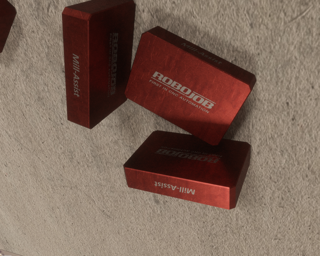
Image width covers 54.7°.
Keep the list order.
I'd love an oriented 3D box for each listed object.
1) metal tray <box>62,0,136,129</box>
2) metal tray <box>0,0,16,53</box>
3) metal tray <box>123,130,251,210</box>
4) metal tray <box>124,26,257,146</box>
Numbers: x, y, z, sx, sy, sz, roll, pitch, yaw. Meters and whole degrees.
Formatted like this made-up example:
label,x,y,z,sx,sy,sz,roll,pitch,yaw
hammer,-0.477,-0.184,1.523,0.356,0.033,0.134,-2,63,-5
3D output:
label,x,y,z,sx,sy,sz,roll,pitch,yaw
metal tray,-0.067,-0.075,0.352,0.030,0.090,0.129,20,126,16
metal tray,-0.273,-0.175,0.436,0.130,0.030,0.090,44,129,-3
metal tray,0.034,0.044,0.372,0.130,0.090,0.030,7,122,24
metal tray,0.030,-0.047,0.357,0.130,0.030,0.089,30,128,8
